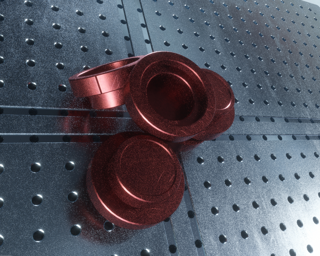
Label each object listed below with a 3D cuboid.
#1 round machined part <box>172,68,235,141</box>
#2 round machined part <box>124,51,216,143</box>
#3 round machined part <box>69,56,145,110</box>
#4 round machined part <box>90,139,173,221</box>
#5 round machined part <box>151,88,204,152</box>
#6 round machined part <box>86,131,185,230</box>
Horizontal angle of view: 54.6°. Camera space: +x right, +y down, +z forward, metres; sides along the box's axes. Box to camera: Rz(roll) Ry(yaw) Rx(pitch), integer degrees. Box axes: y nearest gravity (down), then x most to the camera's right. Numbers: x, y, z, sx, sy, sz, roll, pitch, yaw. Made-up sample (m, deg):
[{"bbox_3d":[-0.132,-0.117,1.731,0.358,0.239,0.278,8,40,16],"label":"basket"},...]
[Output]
[{"bbox_3d":[0.055,-0.037,0.393,0.099,0.042,0.098,14,55,-20],"label":"round machined part"},{"bbox_3d":[0.008,-0.030,0.337,0.099,0.042,0.098,9,66,-22],"label":"round machined part"},{"bbox_3d":[-0.055,-0.054,0.375,0.099,0.098,0.042,-31,114,-38],"label":"round machined part"},{"bbox_3d":[-0.023,0.047,0.329,0.099,0.042,0.098,13,56,-21],"label":"round machined part"},{"bbox_3d":[0.027,-0.023,0.398,0.099,0.042,0.098,13,56,-21],"label":"round machined part"},{"bbox_3d":[-0.018,0.046,0.305,0.099,0.042,0.098,13,56,-21],"label":"round machined part"}]
